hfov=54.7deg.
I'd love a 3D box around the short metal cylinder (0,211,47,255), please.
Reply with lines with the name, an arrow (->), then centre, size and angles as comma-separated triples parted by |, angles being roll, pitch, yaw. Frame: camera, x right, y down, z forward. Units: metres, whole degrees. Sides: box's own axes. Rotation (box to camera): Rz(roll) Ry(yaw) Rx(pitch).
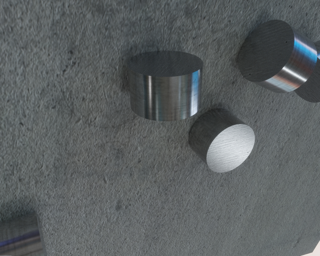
short metal cylinder -> -0.166, 0.147, 0.371 | 0.050, 0.080, 0.079 | -13, 124, -22

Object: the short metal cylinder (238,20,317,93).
short metal cylinder -> 0.149, -0.090, 0.397 | 0.050, 0.080, 0.080 | 15, 111, -35

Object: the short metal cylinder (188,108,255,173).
short metal cylinder -> 0.089, 0.018, 0.450 | 0.081, 0.050, 0.079 | -14, 124, -21

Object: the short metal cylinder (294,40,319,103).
short metal cylinder -> 0.230, -0.083, 0.445 | 0.050, 0.080, 0.080 | -26, 128, -12

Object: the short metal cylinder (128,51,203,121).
short metal cylinder -> 0.006, -0.049, 0.344 | 0.081, 0.080, 0.050 | -14, 124, -21
